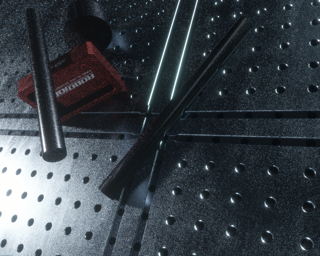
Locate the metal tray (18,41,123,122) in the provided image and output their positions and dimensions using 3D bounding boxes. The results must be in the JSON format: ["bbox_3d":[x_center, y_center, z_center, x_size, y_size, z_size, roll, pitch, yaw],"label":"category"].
[{"bbox_3d":[-0.135,-0.065,0.474,0.130,0.090,0.030,-26,53,12],"label":"metal tray"}]

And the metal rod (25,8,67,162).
[{"bbox_3d":[-0.162,-0.079,0.422,0.025,0.025,0.300,-31,52,8],"label":"metal rod"}]

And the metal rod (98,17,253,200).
[{"bbox_3d":[0.026,-0.032,0.412,0.025,0.025,0.300,33,79,38],"label":"metal rod"}]

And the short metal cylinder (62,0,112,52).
[{"bbox_3d":[-0.129,-0.177,0.546,0.080,0.080,0.050,-27,53,11],"label":"short metal cylinder"}]
